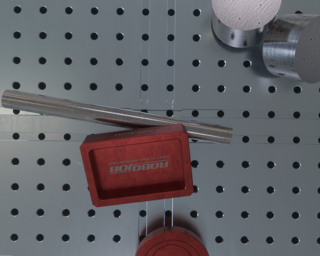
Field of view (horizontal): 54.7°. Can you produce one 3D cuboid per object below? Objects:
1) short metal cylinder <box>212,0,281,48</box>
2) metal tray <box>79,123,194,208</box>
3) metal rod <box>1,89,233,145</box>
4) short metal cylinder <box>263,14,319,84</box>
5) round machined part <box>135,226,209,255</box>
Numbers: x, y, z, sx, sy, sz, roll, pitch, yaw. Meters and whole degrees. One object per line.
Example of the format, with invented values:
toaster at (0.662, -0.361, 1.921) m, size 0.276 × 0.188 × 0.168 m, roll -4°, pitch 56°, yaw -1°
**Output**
short metal cylinder at (0.107, -0.150, 0.393) m, size 0.080 × 0.050 × 0.080 m, roll -1°, pitch 80°, yaw 9°
metal tray at (-0.027, 0.048, 0.396) m, size 0.131 × 0.030 × 0.089 m, roll -7°, pitch 109°, yaw 0°
metal rod at (-0.055, -0.014, 0.412) m, size 0.302 × 0.025 × 0.025 m, roll 9°, pitch 90°, yaw 0°
short metal cylinder at (0.176, -0.100, 0.384) m, size 0.081 × 0.050 × 0.079 m, roll -10°, pitch 113°, yaw -24°
round machined part at (0.015, 0.176, 0.405) m, size 0.099 × 0.042 × 0.097 m, roll 0°, pitch 90°, yaw 0°
